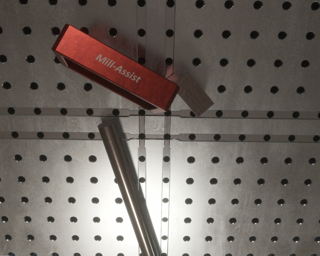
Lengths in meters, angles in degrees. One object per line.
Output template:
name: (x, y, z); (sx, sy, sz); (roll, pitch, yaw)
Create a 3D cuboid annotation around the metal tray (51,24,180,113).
metal tray: (-0.050, -0.061, 0.353); (0.131, 0.090, 0.030); (28, 86, -10)

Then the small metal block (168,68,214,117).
small metal block: (0.036, -0.045, 0.382); (0.025, 0.050, 0.050); (-41, 106, 5)

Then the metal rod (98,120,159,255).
metal rod: (-0.033, 0.130, 0.460); (0.025, 0.025, 0.298); (-14, 110, 4)
